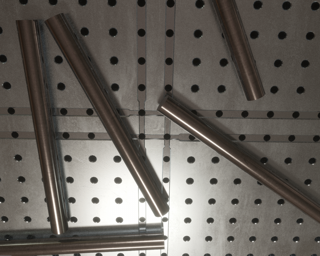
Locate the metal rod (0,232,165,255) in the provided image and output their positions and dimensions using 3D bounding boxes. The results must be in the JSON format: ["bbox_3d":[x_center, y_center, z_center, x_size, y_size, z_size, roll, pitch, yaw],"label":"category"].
[{"bbox_3d":[-0.144,0.181,0.478,0.302,0.025,0.025,-3,110,0],"label":"metal rod"}]

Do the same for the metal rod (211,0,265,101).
[{"bbox_3d":[0.064,-0.169,0.351,0.025,0.025,0.299,-22,109,7],"label":"metal rod"}]

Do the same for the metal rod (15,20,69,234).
[{"bbox_3d":[-0.153,0.012,0.415,0.025,0.025,0.298,-1,110,0],"label":"metal rod"}]

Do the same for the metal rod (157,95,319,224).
[{"bbox_3d":[0.124,0.050,0.433,0.301,0.025,0.025,34,106,-12],"label":"metal rod"}]

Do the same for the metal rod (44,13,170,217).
[{"bbox_3d":[-0.061,-0.003,0.411,0.025,0.025,0.299,-24,109,8],"label":"metal rod"}]
